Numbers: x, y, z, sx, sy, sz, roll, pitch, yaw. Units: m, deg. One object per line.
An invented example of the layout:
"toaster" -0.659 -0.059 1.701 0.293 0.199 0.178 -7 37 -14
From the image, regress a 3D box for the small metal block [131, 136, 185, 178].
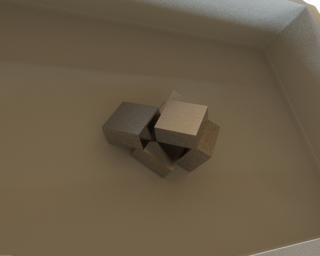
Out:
"small metal block" 0.000 0.026 0.389 0.050 0.025 0.050 36 51 -4

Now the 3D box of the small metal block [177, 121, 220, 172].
"small metal block" 0.049 0.022 0.402 0.025 0.050 0.050 31 52 -9

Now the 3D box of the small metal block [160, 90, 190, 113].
"small metal block" 0.023 -0.016 0.427 0.050 0.025 0.050 36 51 -4

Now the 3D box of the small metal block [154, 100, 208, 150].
"small metal block" 0.027 -0.005 0.375 0.050 0.025 0.050 11 49 19

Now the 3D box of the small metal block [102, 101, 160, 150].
"small metal block" -0.033 -0.004 0.374 0.050 0.025 0.050 11 46 25
